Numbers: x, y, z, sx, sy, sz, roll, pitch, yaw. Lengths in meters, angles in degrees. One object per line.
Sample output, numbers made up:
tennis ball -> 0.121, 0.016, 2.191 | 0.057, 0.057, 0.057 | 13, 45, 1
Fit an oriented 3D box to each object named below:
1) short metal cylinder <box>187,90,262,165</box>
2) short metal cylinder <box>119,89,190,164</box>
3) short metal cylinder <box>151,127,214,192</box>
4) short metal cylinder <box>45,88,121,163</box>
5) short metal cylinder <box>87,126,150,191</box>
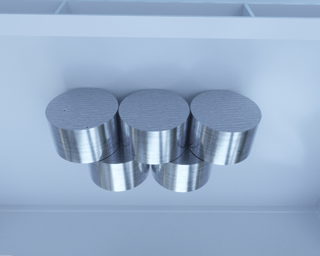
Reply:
short metal cylinder -> 0.074, -0.002, 0.369 | 0.081, 0.080, 0.050 | 1, 130, -1
short metal cylinder -> -0.007, -0.003, 0.368 | 0.081, 0.080, 0.050 | 1, 130, -1
short metal cylinder -> 0.029, 0.036, 0.401 | 0.081, 0.080, 0.050 | 1, 130, -1
short metal cylinder -> -0.088, -0.004, 0.366 | 0.081, 0.080, 0.050 | 1, 130, -1
short metal cylinder -> -0.053, 0.034, 0.399 | 0.081, 0.080, 0.050 | 1, 130, -1
